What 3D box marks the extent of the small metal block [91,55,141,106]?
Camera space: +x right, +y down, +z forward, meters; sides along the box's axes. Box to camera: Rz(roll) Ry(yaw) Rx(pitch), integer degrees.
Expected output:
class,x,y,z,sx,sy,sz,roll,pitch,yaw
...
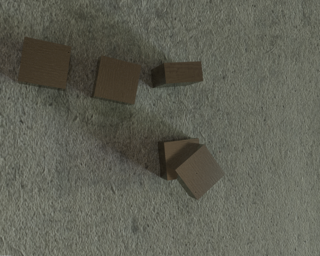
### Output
class,x,y,z,sx,sy,sz,roll,pitch,yaw
small metal block,-0.055,-0.058,0.388,0.050,0.025,0.050,11,86,-20

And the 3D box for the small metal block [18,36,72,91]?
class,x,y,z,sx,sy,sz,roll,pitch,yaw
small metal block,-0.133,-0.073,0.360,0.050,0.025,0.050,8,87,-20

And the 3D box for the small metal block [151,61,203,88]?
class,x,y,z,sx,sy,sz,roll,pitch,yaw
small metal block,0.021,-0.069,0.403,0.050,0.050,0.025,-7,93,-20

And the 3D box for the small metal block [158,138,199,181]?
class,x,y,z,sx,sy,sz,roll,pitch,yaw
small metal block,0.027,0.041,0.419,0.050,0.025,0.050,-6,92,-20

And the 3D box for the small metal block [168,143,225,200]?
class,x,y,z,sx,sy,sz,roll,pitch,yaw
small metal block,0.047,0.055,0.400,0.050,0.025,0.050,-40,103,-16
